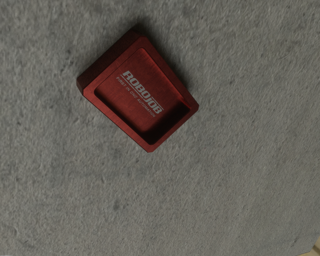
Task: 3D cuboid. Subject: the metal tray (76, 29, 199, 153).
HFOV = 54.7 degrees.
[{"bbox_3d":[-0.021,-0.038,0.369,0.090,0.030,0.130,-43,130,1],"label":"metal tray"}]
